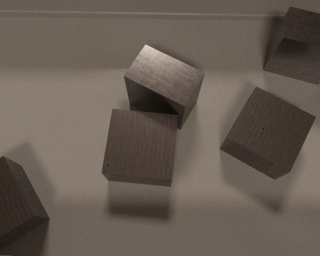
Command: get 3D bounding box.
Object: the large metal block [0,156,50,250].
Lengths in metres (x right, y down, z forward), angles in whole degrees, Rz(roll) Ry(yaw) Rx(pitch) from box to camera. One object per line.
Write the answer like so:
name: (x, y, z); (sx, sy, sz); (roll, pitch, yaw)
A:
large metal block: (-0.191, 0.093, 0.360); (0.080, 0.050, 0.080); (-32, 73, -11)

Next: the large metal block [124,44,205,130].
large metal block: (0.005, -0.049, 0.399); (0.080, 0.080, 0.050); (28, 72, 9)

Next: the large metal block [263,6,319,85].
large metal block: (0.198, -0.109, 0.423); (0.080, 0.080, 0.050); (16, 71, 5)

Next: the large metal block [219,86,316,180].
large metal block: (0.135, 0.007, 0.395); (0.080, 0.050, 0.080); (30, 73, 10)

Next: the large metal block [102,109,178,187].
large metal block: (-0.022, 0.026, 0.387); (0.080, 0.050, 0.080); (5, 70, 1)
